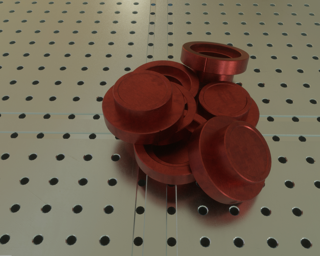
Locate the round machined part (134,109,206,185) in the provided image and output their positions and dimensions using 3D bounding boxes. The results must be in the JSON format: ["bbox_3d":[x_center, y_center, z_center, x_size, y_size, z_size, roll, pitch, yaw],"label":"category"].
[{"bbox_3d":[0.019,0.026,0.375,0.099,0.042,0.098,0,50,0],"label":"round machined part"}]

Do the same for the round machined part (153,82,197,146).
[{"bbox_3d":[-0.002,-0.015,0.409,0.099,0.042,0.098,0,50,0],"label":"round machined part"}]

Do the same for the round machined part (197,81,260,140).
[{"bbox_3d":[0.085,-0.026,0.419,0.099,0.042,0.098,0,50,0],"label":"round machined part"}]

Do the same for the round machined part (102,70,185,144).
[{"bbox_3d":[-0.020,-0.031,0.368,0.099,0.042,0.098,0,50,0],"label":"round machined part"}]

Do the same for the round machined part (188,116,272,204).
[{"bbox_3d":[0.083,0.031,0.339,0.099,0.042,0.098,15,61,-28],"label":"round machined part"}]

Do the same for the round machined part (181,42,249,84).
[{"bbox_3d":[0.079,-0.095,0.463,0.099,0.042,0.098,6,29,-3],"label":"round machined part"}]

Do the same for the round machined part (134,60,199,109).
[{"bbox_3d":[0.004,-0.049,0.438,0.099,0.042,0.098,0,50,0],"label":"round machined part"}]
